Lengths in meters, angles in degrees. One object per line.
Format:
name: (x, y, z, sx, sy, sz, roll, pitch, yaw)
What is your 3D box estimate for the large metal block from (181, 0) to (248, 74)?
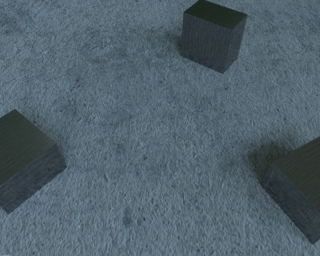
large metal block: (0.082, -0.144, 0.489, 0.080, 0.080, 0.050, 29, 56, 22)

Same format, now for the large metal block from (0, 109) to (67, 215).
large metal block: (-0.170, 0.036, 0.356, 0.080, 0.050, 0.080, 33, 57, 24)

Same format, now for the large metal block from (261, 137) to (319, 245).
large metal block: (0.173, 0.063, 0.335, 0.081, 0.050, 0.080, -23, 54, -19)
